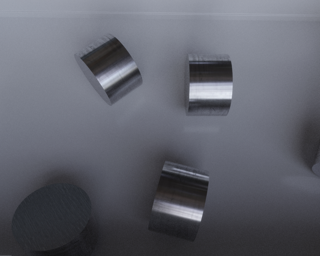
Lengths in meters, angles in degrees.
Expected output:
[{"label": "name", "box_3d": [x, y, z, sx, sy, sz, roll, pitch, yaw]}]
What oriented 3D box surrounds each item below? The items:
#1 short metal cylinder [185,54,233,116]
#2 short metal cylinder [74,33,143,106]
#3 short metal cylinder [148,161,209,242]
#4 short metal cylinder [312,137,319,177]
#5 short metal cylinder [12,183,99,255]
[{"label": "short metal cylinder", "box_3d": [0.060, -0.055, 0.401, 0.050, 0.080, 0.080, 0, 70, 0]}, {"label": "short metal cylinder", "box_3d": [-0.067, -0.076, 0.408, 0.050, 0.080, 0.080, -37, 74, -12]}, {"label": "short metal cylinder", "box_3d": [0.021, 0.082, 0.351, 0.050, 0.080, 0.080, 14, 71, 5]}, {"label": "short metal cylinder", "box_3d": [0.231, 0.036, 0.369, 0.080, 0.080, 0.050, 21, 72, 7]}, {"label": "short metal cylinder", "box_3d": [-0.112, 0.108, 0.339, 0.080, 0.050, 0.080, -1, 42, 1]}]
